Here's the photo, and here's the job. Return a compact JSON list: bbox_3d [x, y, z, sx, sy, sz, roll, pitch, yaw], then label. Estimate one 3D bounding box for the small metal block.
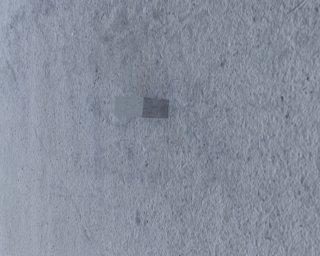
[{"bbox_3d":[-0.024,-0.027,0.407,0.050,0.050,0.025,7,95,39],"label":"small metal block"}]
